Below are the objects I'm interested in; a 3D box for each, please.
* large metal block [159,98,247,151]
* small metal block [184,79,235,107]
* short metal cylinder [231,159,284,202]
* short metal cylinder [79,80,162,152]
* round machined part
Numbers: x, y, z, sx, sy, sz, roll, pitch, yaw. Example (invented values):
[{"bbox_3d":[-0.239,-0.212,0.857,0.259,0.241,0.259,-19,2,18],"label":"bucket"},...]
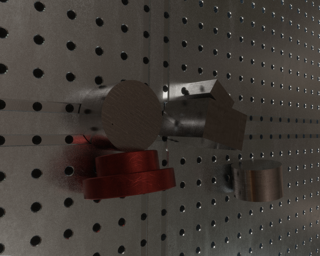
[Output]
[{"bbox_3d":[0.059,-0.003,0.425,0.080,0.080,0.050,18,79,-39],"label":"large metal block"},{"bbox_3d":[0.073,-0.043,0.456,0.050,0.050,0.025,44,63,-31],"label":"small metal block"},{"bbox_3d":[0.160,0.085,0.511,0.081,0.080,0.050,-9,96,-40],"label":"short metal cylinder"},{"bbox_3d":[-0.044,-0.013,0.357,0.081,0.050,0.079,0,90,-40],"label":"short metal cylinder"},{"bbox_3d":[-0.034,0.049,0.337,0.099,0.098,0.042,-1,80,-40],"label":"round machined part"}]
